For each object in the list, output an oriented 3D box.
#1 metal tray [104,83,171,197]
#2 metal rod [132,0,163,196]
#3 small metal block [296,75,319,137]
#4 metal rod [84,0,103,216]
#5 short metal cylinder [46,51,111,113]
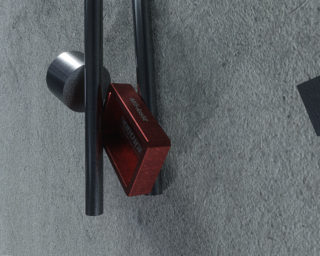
[{"bbox_3d":[-0.040,0.012,0.404,0.130,0.030,0.089,55,135,41],"label":"metal tray"},{"bbox_3d":[-0.019,-0.061,0.420,0.025,0.025,0.298,-6,86,40],"label":"metal rod"},{"bbox_3d":[0.158,-0.024,0.274,0.050,0.025,0.050,-26,74,37],"label":"small metal block"},{"bbox_3d":[-0.092,-0.028,0.430,0.025,0.025,0.298,4,95,40],"label":"metal rod"},{"bbox_3d":[-0.123,-0.070,0.471,0.050,0.081,0.079,36,112,34],"label":"short metal cylinder"}]
